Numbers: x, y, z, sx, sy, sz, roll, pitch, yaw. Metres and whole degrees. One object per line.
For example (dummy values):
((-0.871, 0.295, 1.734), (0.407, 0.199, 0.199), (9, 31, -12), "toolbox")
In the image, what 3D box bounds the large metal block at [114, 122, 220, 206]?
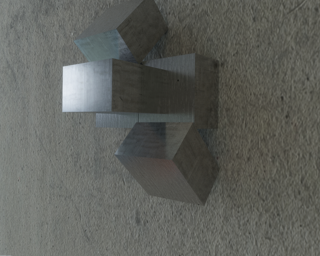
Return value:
((0.010, 0.039, 0.353), (0.080, 0.080, 0.050), (1, 47, 39), "large metal block")

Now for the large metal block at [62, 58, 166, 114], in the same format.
((-0.050, -0.042, 0.345), (0.080, 0.081, 0.050), (2, 91, 39), "large metal block")

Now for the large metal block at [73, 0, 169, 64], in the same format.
((-0.049, -0.122, 0.401), (0.080, 0.050, 0.080), (1, 47, 40), "large metal block")

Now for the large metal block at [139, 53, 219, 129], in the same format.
((0.021, -0.040, 0.369), (0.080, 0.050, 0.079), (1, 91, 39), "large metal block")

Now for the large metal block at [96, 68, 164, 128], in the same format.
((-0.041, -0.040, 0.420), (0.080, 0.050, 0.079), (1, 91, 39), "large metal block")
